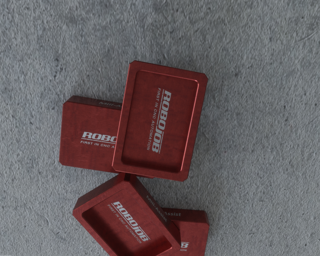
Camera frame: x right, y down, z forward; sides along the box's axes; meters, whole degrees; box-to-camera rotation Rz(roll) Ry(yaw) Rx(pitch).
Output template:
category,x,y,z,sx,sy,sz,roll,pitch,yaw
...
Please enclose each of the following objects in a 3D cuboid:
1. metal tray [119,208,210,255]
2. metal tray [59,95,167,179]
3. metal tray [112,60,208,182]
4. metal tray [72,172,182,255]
category,x,y,z,sx,sy,sz,roll,pitch,yaw
metal tray,0.003,0.167,0.469,0.131,0.030,0.089,5,110,-2
metal tray,-0.062,0.013,0.411,0.131,0.030,0.089,9,110,-4
metal tray,-0.001,-0.008,0.370,0.091,0.030,0.129,10,97,-4
metal tray,-0.042,0.131,0.422,0.090,0.030,0.130,-32,107,11
